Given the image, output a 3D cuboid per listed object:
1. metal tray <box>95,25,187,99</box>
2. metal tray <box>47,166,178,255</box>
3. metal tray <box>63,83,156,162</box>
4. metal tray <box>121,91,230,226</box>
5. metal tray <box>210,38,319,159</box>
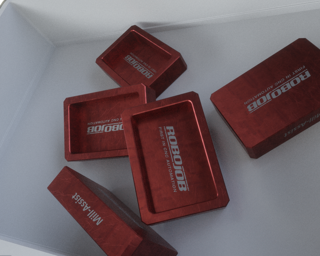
[{"bbox_3d":[-0.032,-0.099,0.478,0.090,0.030,0.130,-44,51,-3],"label":"metal tray"},{"bbox_3d":[-0.051,0.097,0.329,0.130,0.090,0.030,30,79,37],"label":"metal tray"},{"bbox_3d":[-0.069,-0.004,0.418,0.130,0.030,0.090,-7,81,24],"label":"metal tray"},{"bbox_3d":[0.014,0.032,0.341,0.090,0.030,0.130,-15,70,4],"label":"metal tray"},{"bbox_3d":[0.135,-0.036,0.353,0.130,0.030,0.090,-33,52,6],"label":"metal tray"}]
